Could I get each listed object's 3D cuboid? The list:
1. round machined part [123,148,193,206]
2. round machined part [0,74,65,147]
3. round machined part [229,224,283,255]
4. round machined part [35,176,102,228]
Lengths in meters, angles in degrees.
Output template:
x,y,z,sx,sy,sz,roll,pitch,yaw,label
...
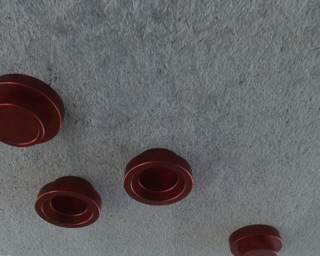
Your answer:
x,y,z,sx,sy,sz,roll,pitch,yaw,label
-0.002,0.067,0.453,0.099,0.042,0.097,0,130,0,round machined part
-0.172,-0.014,0.382,0.099,0.042,0.097,0,130,0,round machined part
0.185,0.230,0.594,0.099,0.042,0.097,0,130,0,round machined part
-0.142,0.114,0.491,0.099,0.042,0.097,0,130,0,round machined part
